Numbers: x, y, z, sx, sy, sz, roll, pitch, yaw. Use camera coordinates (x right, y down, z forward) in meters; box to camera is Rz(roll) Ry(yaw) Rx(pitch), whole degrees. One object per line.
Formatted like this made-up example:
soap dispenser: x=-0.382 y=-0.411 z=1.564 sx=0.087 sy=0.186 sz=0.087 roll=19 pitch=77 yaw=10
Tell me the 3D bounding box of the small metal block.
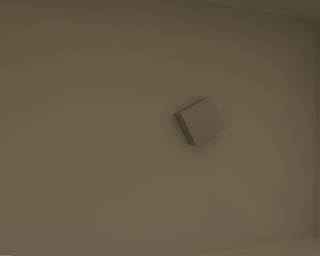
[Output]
small metal block: x=0.055 y=-0.009 z=0.430 sx=0.050 sy=0.025 sz=0.050 roll=-30 pitch=100 yaw=-18
